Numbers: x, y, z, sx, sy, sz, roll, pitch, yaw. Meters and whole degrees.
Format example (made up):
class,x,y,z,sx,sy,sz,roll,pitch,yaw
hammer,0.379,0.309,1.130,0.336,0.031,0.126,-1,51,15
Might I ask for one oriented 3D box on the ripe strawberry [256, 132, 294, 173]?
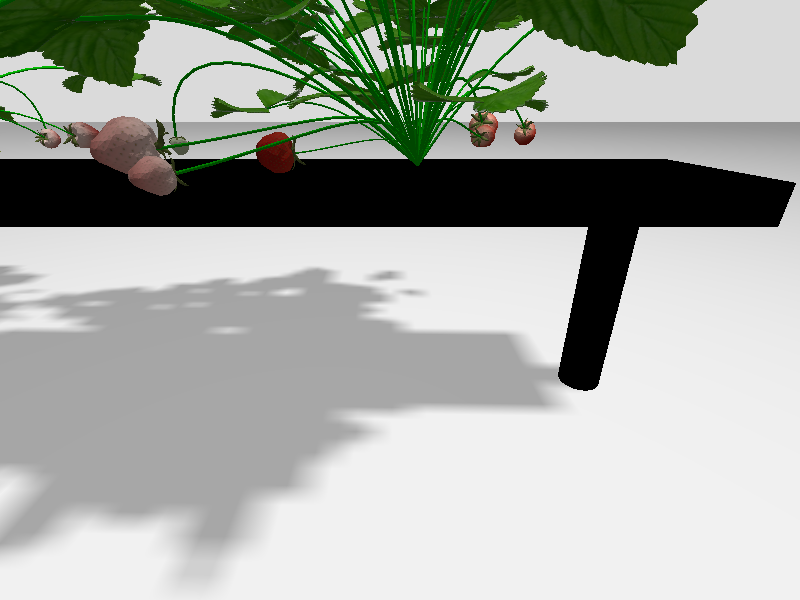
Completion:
class,x,y,z,sx,sy,sz,roll,pitch,yaw
ripe strawberry,-0.090,-0.105,0.287,0.026,0.028,0.024,-11,28,-21

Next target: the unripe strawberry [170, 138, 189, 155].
class,x,y,z,sx,sy,sz,roll,pitch,yaw
unripe strawberry,-0.197,-0.137,0.359,0.015,0.015,0.014,4,26,8

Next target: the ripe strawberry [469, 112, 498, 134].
class,x,y,z,sx,sy,sz,roll,pitch,yaw
ripe strawberry,0.119,-0.243,0.568,0.040,0.042,0.043,9,3,19

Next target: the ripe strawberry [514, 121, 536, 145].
class,x,y,z,sx,sy,sz,roll,pitch,yaw
ripe strawberry,0.158,-0.208,0.504,0.025,0.029,0.027,17,-11,32

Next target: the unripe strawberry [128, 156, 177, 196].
class,x,y,z,sx,sy,sz,roll,pitch,yaw
unripe strawberry,-0.129,-0.064,0.208,0.020,0.020,0.023,-22,33,-38

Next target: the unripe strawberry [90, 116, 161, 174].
class,x,y,z,sx,sy,sz,roll,pitch,yaw
unripe strawberry,-0.178,-0.099,0.260,0.038,0.038,0.042,-10,27,-18

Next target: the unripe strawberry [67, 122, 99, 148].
class,x,y,z,sx,sy,sz,roll,pitch,yaw
unripe strawberry,-0.374,-0.196,0.476,0.032,0.029,0.029,9,26,18

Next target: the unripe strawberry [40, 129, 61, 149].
class,x,y,z,sx,sy,sz,roll,pitch,yaw
unripe strawberry,-0.415,-0.191,0.476,0.019,0.022,0.021,3,12,7

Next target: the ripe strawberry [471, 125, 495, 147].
class,x,y,z,sx,sy,sz,roll,pitch,yaw
ripe strawberry,0.102,-0.200,0.489,0.029,0.025,0.029,12,27,24
